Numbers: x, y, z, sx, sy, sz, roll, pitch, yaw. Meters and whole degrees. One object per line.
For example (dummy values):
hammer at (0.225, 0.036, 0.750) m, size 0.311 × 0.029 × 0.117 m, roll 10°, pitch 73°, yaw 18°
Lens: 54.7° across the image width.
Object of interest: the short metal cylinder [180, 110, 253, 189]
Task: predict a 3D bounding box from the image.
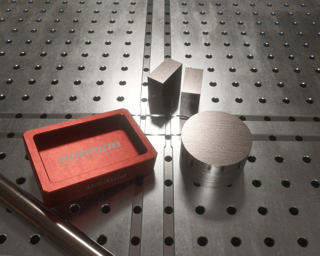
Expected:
short metal cylinder at (0.065, 0.025, 0.371) m, size 0.081 × 0.050 × 0.080 m, roll 0°, pitch 50°, yaw 0°

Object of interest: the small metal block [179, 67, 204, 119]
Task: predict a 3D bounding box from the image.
small metal block at (0.044, -0.048, 0.432) m, size 0.025 × 0.050 × 0.050 m, roll 8°, pitch 51°, yaw 6°

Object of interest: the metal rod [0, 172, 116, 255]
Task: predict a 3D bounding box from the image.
metal rod at (-0.088, 0.113, 0.311) m, size 0.301 × 0.025 × 0.025 m, roll 27°, pitch 55°, yaw 20°

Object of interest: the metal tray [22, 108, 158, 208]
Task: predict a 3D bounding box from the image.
metal tray at (-0.081, 0.028, 0.363) m, size 0.131 × 0.030 × 0.090 m, roll -16°, pitch 51°, yaw -27°

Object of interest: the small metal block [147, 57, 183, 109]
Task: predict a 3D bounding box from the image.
small metal block at (0.007, -0.064, 0.446) m, size 0.025 × 0.050 × 0.050 m, roll 27°, pitch 55°, yaw 21°
